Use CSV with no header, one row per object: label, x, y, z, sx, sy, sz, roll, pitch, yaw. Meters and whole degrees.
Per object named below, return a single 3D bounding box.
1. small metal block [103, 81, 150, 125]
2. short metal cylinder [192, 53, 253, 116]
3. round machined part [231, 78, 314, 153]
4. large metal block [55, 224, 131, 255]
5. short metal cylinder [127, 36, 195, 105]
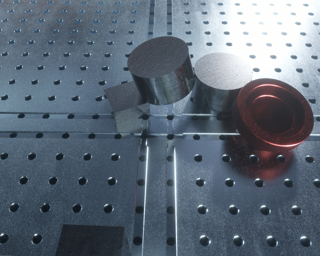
small metal block,-0.047,-0.037,0.438,0.050,0.025,0.050,-19,53,-16
short metal cylinder,0.088,-0.064,0.445,0.080,0.050,0.080,0,50,0
round machined part,0.139,-0.012,0.398,0.099,0.042,0.098,4,62,-7
large metal block,-0.056,0.135,0.258,0.050,0.080,0.080,2,50,2
short metal cylinder,0.003,-0.076,0.411,0.080,0.050,0.080,-9,50,11
